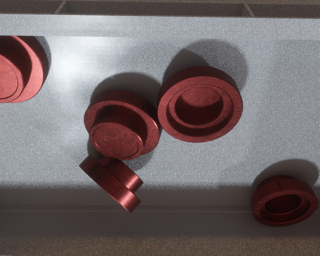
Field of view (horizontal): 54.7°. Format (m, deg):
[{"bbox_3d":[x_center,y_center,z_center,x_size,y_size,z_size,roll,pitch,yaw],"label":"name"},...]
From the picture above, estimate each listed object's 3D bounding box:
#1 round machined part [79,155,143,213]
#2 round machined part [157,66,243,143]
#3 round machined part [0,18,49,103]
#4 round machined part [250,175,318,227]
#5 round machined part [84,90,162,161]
[{"bbox_3d":[-0.062,0.070,0.433,0.042,0.098,0.098,-48,125,-13],"label":"round machined part"},{"bbox_3d":[0.046,-0.032,0.371,0.099,0.042,0.097,0,130,0],"label":"round machined part"},{"bbox_3d":[-0.178,-0.066,0.340,0.099,0.042,0.097,0,130,0],"label":"round machined part"},{"bbox_3d":[0.194,0.113,0.495,0.099,0.042,0.097,0,130,0],"label":"round machined part"},{"bbox_3d":[-0.049,0.003,0.387,0.098,0.042,0.097,9,135,9],"label":"round machined part"}]
